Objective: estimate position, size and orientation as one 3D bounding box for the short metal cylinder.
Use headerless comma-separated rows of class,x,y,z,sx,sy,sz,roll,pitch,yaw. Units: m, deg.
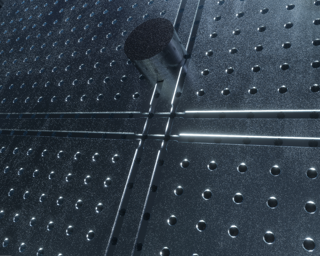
short metal cylinder,-0.007,-0.118,0.468,0.080,0.050,0.080,-13,56,21
